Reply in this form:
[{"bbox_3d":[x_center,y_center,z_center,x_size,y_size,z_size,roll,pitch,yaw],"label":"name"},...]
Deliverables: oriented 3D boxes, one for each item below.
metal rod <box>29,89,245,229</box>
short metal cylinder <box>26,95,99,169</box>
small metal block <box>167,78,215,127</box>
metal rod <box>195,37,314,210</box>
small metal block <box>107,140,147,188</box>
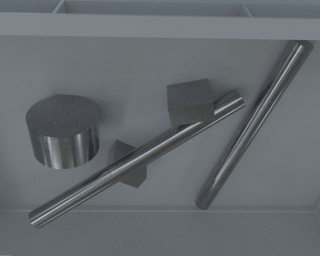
[{"bbox_3d":[-0.031,0.041,0.389,0.301,0.025,0.025,-31,126,3],"label":"metal rod"},{"bbox_3d":[-0.115,0.003,0.374,0.081,0.080,0.050,4,130,-4],"label":"short metal cylinder"},{"bbox_3d":[0.036,-0.031,0.367,0.050,0.050,0.025,-9,130,7],"label":"small metal block"},{"bbox_3d":[0.112,0.017,0.425,0.025,0.025,0.298,12,129,-11],"label":"metal rod"},{"bbox_3d":[-0.046,0.050,0.435,0.050,0.050,0.025,24,126,-20],"label":"small metal block"}]
